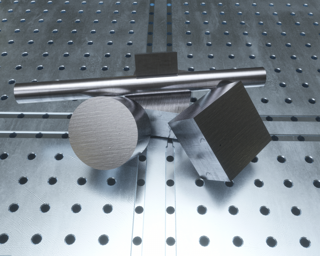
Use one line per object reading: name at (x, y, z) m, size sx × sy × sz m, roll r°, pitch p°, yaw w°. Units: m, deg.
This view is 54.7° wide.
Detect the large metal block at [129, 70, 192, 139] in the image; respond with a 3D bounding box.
large metal block at (0.001, -0.036, 0.416) m, size 0.080 × 0.050 × 0.080 m, roll 8°, pitch 51°, yaw 7°

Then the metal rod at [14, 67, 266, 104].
metal rod at (-0.020, -0.053, 0.383) m, size 0.302 × 0.025 × 0.025 m, roll -4°, pitch 50°, yaw -4°

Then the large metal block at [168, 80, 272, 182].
large metal block at (0.070, 0.004, 0.356) m, size 0.080 × 0.050 × 0.080 m, roll -38°, pitch 103°, yaw -27°

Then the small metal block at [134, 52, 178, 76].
small metal block at (-0.006, -0.083, 0.392) m, size 0.050 × 0.025 × 0.050 m, roll -5°, pitch 15°, yaw -4°

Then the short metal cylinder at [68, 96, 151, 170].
short metal cylinder at (-0.056, 0.004, 0.356) m, size 0.080 × 0.079 × 0.050 m, roll 15°, pitch 9°, yaw 12°
